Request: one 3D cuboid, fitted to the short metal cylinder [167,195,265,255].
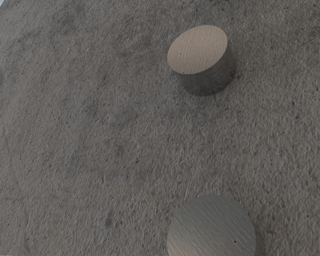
[{"bbox_3d":[0.054,0.109,0.293,0.080,0.050,0.080,-13,56,21],"label":"short metal cylinder"}]

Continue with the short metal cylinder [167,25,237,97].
[{"bbox_3d":[0.056,-0.089,0.413,0.080,0.050,0.080,-13,56,21],"label":"short metal cylinder"}]
